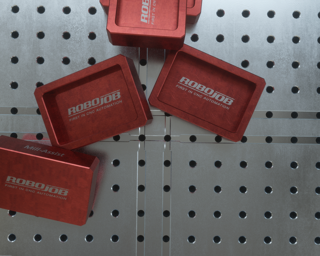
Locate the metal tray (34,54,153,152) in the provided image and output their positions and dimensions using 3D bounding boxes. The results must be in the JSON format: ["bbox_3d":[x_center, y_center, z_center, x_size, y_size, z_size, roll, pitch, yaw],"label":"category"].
[{"bbox_3d":[-0.085,-0.028,0.394,0.130,0.030,0.090,-19,90,13],"label":"metal tray"}]

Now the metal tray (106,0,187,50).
[{"bbox_3d":[-0.013,-0.164,0.380,0.091,0.030,0.129,4,76,-1],"label":"metal tray"}]

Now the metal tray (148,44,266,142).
[{"bbox_3d":[0.061,-0.047,0.411,0.131,0.030,0.090,24,90,-1],"label":"metal tray"}]

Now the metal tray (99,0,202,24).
[{"bbox_3d":[-0.008,-0.194,0.410,0.131,0.030,0.089,6,90,-1],"label":"metal tray"}]

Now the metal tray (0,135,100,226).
[{"bbox_3d":[-0.149,0.067,0.392,0.131,0.030,0.089,13,113,-1],"label":"metal tray"}]
